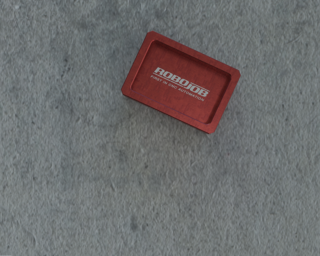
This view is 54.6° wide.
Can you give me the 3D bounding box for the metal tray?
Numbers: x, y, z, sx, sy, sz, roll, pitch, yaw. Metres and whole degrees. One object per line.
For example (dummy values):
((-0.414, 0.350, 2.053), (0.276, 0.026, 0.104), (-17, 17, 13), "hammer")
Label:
((0.027, -0.058, 0.407), (0.130, 0.030, 0.090), (25, 90, 0), "metal tray")
